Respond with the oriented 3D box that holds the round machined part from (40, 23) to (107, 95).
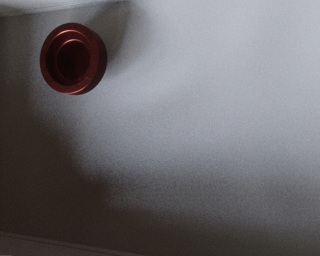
[{"bbox_3d":[-0.118,-0.096,0.444,0.098,0.042,0.097,0,90,20],"label":"round machined part"}]
